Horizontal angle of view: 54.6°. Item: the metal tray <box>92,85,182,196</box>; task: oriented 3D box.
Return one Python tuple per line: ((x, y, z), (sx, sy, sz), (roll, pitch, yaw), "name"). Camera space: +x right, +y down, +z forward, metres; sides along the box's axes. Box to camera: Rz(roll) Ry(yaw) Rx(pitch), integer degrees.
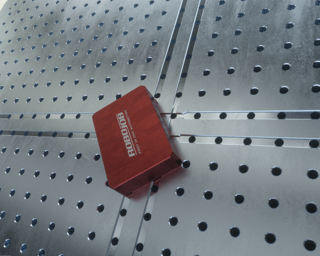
((-0.036, 0.013, 0.417), (0.090, 0.030, 0.130), (-30, 52, 9), "metal tray")
